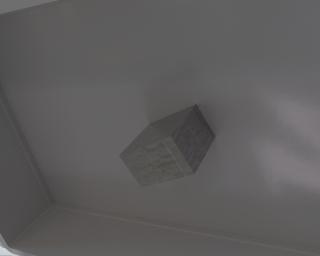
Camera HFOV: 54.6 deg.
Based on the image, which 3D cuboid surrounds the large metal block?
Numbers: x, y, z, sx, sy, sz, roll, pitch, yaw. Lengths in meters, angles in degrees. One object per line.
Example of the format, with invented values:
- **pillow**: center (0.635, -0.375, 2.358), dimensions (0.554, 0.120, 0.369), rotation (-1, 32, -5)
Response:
- **large metal block**: center (0.011, 0.022, 0.381), dimensions (0.080, 0.080, 0.050), rotation (-22, 106, 36)
